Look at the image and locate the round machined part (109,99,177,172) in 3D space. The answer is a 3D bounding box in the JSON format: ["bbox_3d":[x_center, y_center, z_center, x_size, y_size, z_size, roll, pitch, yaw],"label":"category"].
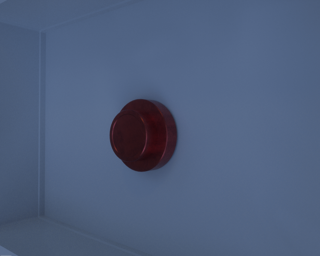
[{"bbox_3d":[-0.029,0.010,0.413,0.098,0.042,0.097,0,90,39],"label":"round machined part"}]
